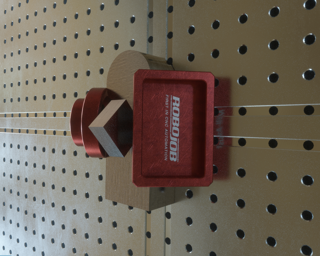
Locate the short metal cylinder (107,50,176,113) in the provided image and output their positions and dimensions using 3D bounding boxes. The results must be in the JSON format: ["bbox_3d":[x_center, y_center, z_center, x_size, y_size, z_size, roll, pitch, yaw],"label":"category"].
[{"bbox_3d":[-0.025,-0.059,0.413,0.080,0.050,0.080,0,90,40],"label":"short metal cylinder"}]

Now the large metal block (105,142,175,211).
[{"bbox_3d":[-0.027,0.058,0.415,0.080,0.050,0.079,3,92,40],"label":"large metal block"}]

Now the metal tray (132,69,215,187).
[{"bbox_3d":[0.014,0.001,0.357,0.030,0.091,0.129,-174,85,-83],"label":"metal tray"}]

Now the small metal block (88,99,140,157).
[{"bbox_3d":[-0.052,0.000,0.381,0.025,0.050,0.050,0,132,37],"label":"small metal block"}]

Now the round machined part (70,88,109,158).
[{"bbox_3d":[-0.093,-0.007,0.433,0.042,0.098,0.097,1,91,7],"label":"round machined part"}]
